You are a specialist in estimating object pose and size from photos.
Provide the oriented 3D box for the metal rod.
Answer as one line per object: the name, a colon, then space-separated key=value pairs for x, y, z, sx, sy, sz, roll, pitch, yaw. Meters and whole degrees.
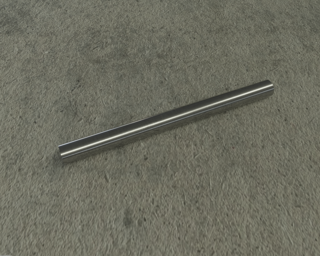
metal rod: x=0.020 y=-0.013 z=0.414 sx=0.302 sy=0.025 sz=0.025 roll=-18 pitch=52 yaw=-15
